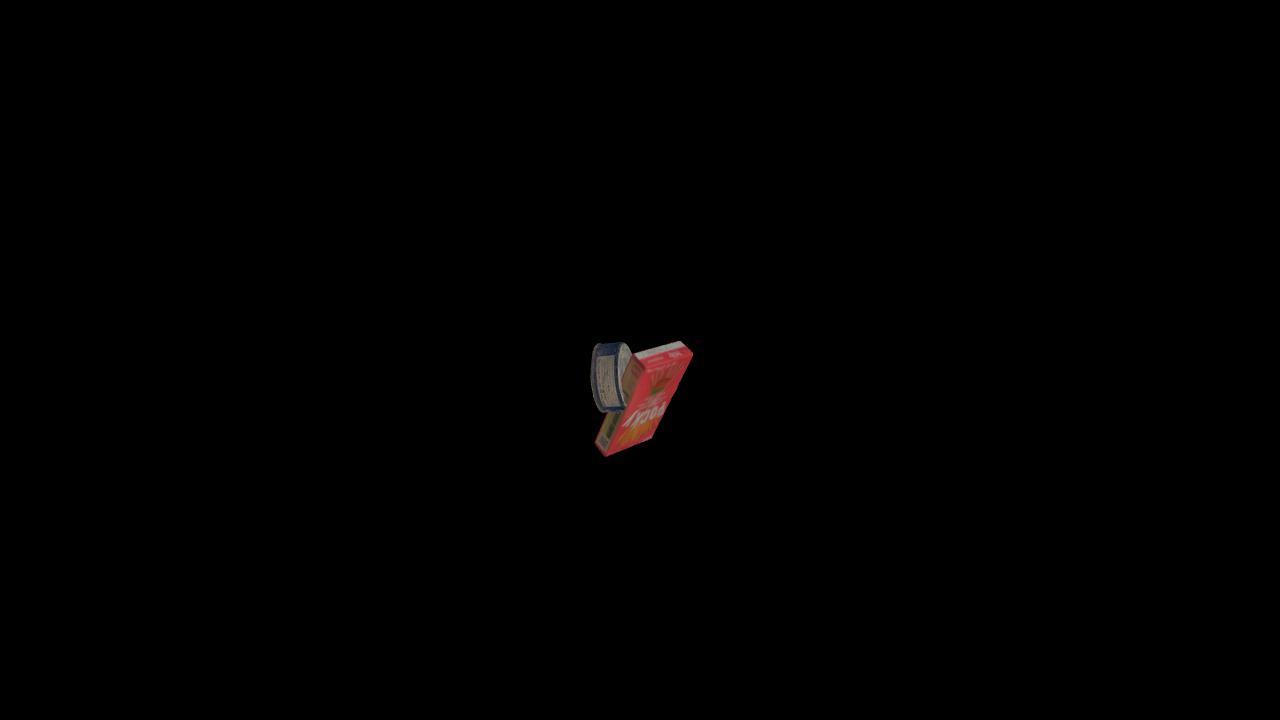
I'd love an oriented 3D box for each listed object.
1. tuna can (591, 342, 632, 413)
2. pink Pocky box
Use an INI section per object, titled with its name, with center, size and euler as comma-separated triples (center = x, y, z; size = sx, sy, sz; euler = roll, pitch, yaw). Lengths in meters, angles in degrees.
[tuna can]
center = -0.031, 0.021, 0.737
size = 0.034, 0.084, 0.084
euler = -5, -1, 13
[pink Pocky box]
center = 0.003, 0.049, 0.757
size = 0.084, 0.155, 0.029
euler = -15, 51, -42
